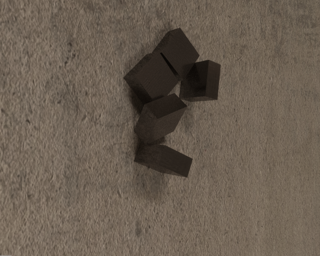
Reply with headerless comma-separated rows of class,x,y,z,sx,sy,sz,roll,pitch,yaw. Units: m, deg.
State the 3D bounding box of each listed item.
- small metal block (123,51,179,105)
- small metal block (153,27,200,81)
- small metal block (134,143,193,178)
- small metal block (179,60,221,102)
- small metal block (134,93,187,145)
small metal block,-0.010,-0.062,0.398,0.050,0.025,0.050,-52,121,-28
small metal block,0.021,-0.099,0.424,0.050,0.025,0.050,47,62,-30
small metal block,0.004,0.041,0.394,0.050,0.050,0.025,28,73,-37
small metal block,0.056,-0.065,0.438,0.025,0.050,0.050,11,83,-40
small metal block,0.000,-0.011,0.388,0.050,0.050,0.025,-25,63,-38
